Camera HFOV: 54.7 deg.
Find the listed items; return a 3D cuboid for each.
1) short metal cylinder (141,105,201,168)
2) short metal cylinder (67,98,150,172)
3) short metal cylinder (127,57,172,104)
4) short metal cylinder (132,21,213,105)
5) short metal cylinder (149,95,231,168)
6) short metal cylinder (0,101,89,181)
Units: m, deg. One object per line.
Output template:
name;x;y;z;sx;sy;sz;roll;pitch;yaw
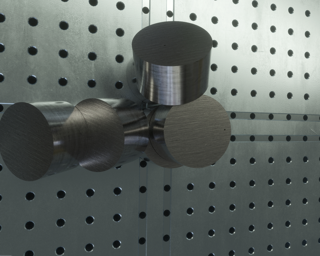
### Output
short metal cylinder;0.007;0.009;0.401;0.081;0.050;0.079;0;90;-20
short metal cylinder;-0.059;0.006;0.354;0.050;0.080;0.079;-11;95;-61
short metal cylinder;0.002;-0.071;0.399;0.081;0.050;0.079;0;90;-20
short metal cylinder;0.013;-0.070;0.327;0.081;0.080;0.050;-25;142;-18
short metal cylinder;0.033;0.003;0.356;0.081;0.050;0.079;0;90;-20
short metal cylinder;-0.124;0.011;0.331;0.050;0.080;0.079;-12;96;-62
